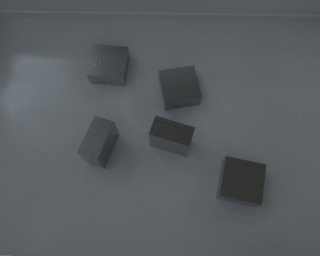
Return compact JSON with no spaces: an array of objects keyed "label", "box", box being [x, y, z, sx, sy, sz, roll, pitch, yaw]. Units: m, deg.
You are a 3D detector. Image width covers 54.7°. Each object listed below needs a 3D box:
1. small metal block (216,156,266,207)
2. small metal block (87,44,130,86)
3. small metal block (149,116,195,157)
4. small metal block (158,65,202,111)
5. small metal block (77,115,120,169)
[{"label":"small metal block","box":[0.101,0.067,0.386,0.050,0.025,0.050,12,70,4]},{"label":"small metal block","box":[-0.073,-0.090,0.442,0.050,0.025,0.050,6,70,2]},{"label":"small metal block","box":[0.014,0.012,0.392,0.050,0.050,0.025,17,71,6]},{"label":"small metal block","box":[0.027,-0.056,0.430,0.050,0.025,0.050,-9,70,-4]},{"label":"small metal block","box":[-0.075,0.019,0.389,0.025,0.050,0.050,19,71,7]}]
